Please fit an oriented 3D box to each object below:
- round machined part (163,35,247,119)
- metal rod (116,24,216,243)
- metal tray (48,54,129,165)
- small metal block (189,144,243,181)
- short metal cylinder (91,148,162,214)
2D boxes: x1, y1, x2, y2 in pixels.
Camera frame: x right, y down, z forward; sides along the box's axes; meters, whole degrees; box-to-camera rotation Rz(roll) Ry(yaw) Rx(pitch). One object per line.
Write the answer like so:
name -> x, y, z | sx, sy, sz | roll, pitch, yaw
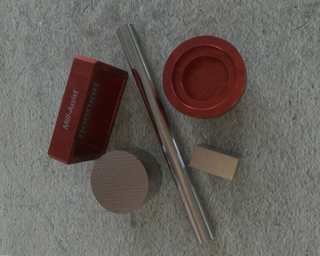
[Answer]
round machined part -> 0.056, -0.060, 0.381 | 0.098, 0.042, 0.097 | 0, 90, 19
metal rod -> 0.005, 0.001, 0.408 | 0.025, 0.025, 0.299 | -23, 82, 18
metal tray -> -0.090, -0.022, 0.406 | 0.030, 0.090, 0.129 | 20, 96, 19
small metal block -> 0.068, 0.039, 0.369 | 0.050, 0.050, 0.025 | 18, 96, 19
short metal cylinder -> -0.043, 0.067, 0.411 | 0.080, 0.050, 0.079 | 0, 90, 19
